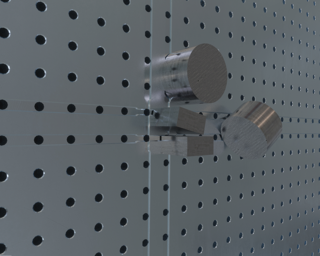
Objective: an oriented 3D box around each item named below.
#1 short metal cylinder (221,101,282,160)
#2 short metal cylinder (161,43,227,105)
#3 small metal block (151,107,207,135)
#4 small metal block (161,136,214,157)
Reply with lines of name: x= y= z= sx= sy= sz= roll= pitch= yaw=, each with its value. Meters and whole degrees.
short metal cylinder: x=0.146 y=0.003 z=0.496 sx=0.050 sy=0.080 sz=0.080 roll=-39 pitch=114 yaw=-33
short metal cylinder: x=0.049 y=-0.073 z=0.434 sx=0.081 sy=0.050 sz=0.079 roll=0 pitch=90 yaw=-40
small metal block: x=0.025 y=-0.009 z=0.414 sx=0.050 sy=0.050 sz=0.025 roll=16 pitch=80 yaw=-39
small metal block: x=0.038 y=0.023 z=0.424 sx=0.050 sy=0.050 sz=0.025 roll=0 pitch=90 yaw=-40
